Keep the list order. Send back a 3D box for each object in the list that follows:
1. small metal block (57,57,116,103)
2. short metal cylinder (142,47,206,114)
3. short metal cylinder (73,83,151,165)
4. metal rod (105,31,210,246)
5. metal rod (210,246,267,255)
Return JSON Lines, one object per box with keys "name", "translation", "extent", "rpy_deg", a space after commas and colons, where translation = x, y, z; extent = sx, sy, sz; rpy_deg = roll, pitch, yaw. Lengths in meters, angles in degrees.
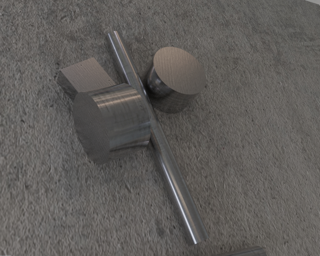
{"name": "small metal block", "translation": [-0.091, -0.055, 0.388], "extent": [0.050, 0.025, 0.050], "rpy_deg": [-34, 81, -38]}
{"name": "short metal cylinder", "translation": [0.018, -0.067, 0.438], "extent": [0.081, 0.050, 0.080], "rpy_deg": [14, 56, -21]}
{"name": "short metal cylinder", "translation": [-0.055, -0.006, 0.343], "extent": [0.050, 0.080, 0.080], "rpy_deg": [-19, 72, -35]}
{"name": "metal rod", "translation": [-0.011, -0.002, 0.398], "extent": [0.025, 0.025, 0.299], "rpy_deg": [-10, 67, -33]}
{"name": "metal rod", "translation": [-0.014, 0.153, 0.302], "extent": [0.303, 0.025, 0.025], "rpy_deg": [1, 61, -28]}
